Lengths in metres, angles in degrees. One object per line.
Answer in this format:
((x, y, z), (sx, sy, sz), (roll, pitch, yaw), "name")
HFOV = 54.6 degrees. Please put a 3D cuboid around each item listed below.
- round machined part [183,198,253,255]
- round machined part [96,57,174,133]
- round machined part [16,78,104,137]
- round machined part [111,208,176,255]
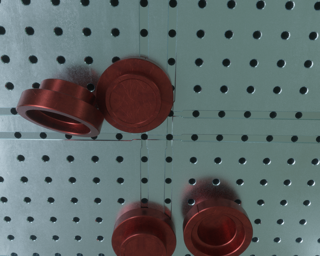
((0.082, 0.145, 0.458), (0.099, 0.042, 0.097), (0, 110, 0), "round machined part")
((-0.032, -0.038, 0.390), (0.099, 0.042, 0.097), (0, 110, 0), "round machined part")
((-0.116, -0.025, 0.375), (0.099, 0.098, 0.042), (14, 72, -5), "round machined part")
((-0.024, 0.174, 0.468), (0.099, 0.042, 0.097), (0, 110, 0), "round machined part")
